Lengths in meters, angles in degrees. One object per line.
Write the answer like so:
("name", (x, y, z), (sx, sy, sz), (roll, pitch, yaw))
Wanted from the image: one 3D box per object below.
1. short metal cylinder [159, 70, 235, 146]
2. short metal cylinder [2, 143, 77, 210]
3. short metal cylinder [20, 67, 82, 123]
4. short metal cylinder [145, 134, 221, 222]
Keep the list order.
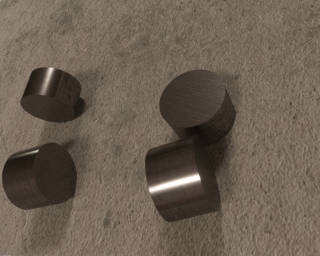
("short metal cylinder", (0.046, -0.024, 0.377), (0.080, 0.050, 0.080), (-13, 56, 20))
("short metal cylinder", (-0.156, 0.064, 0.409), (0.050, 0.080, 0.080), (-15, 56, 19))
("short metal cylinder", (-0.169, -0.050, 0.486), (0.080, 0.080, 0.050), (-8, 59, 24))
("short metal cylinder", (0.025, 0.052, 0.322), (0.050, 0.080, 0.080), (-19, 55, 17))
